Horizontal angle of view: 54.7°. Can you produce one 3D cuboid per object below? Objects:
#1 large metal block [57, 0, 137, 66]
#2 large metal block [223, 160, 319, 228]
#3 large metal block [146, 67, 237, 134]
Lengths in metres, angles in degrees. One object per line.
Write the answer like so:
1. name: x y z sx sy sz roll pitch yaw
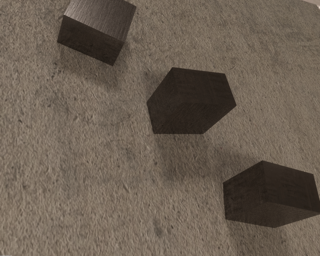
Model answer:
1. large metal block: -0.086 -0.145 0.431 0.080 0.050 0.080 22 54 -16
2. large metal block: 0.138 0.087 0.392 0.081 0.080 0.050 16 56 -20
3. large metal block: 0.039 -0.032 0.411 0.081 0.080 0.050 1 62 -28
